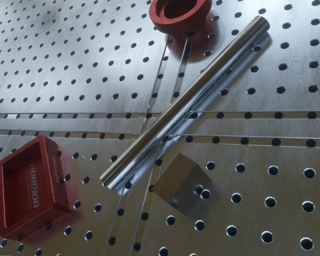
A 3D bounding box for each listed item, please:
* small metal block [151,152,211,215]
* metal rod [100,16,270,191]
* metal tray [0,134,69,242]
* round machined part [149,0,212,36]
[{"bbox_3d":[0.025,0.062,0.340,0.025,0.050,0.050,31,79,37],"label":"small metal block"},{"bbox_3d":[0.036,-0.036,0.410,0.300,0.025,0.025,-46,51,-5],"label":"metal rod"},{"bbox_3d":[-0.188,0.083,0.449,0.090,0.030,0.130,-32,52,7],"label":"metal tray"},{"bbox_3d":[0.036,-0.185,0.491,0.098,0.042,0.098,-13,56,20],"label":"round machined part"}]
